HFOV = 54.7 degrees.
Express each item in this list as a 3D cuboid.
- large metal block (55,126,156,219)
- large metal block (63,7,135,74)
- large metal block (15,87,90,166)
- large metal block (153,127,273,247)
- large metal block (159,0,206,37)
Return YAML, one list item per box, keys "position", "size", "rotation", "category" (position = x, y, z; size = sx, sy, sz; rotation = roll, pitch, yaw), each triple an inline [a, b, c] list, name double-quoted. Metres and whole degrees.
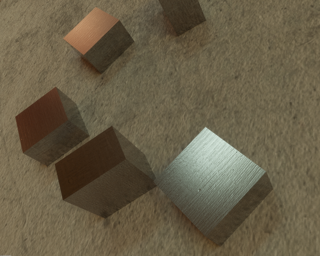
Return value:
- position: [-0.061, 0.055, 0.365]
  size: [0.080, 0.080, 0.050]
  rotation: [-34, 52, 6]
  category: "large metal block"
- position: [-0.106, -0.152, 0.534]
  size: [0.080, 0.050, 0.080]
  rotation: [-46, 52, -4]
  category: "large metal block"
- position: [-0.166, -0.003, 0.474]
  size: [0.080, 0.050, 0.080]
  rotation: [-36, 51, 4]
  category: "large metal block"
- position: [0.055, 0.060, 0.322]
  size: [0.080, 0.050, 0.080]
  rotation: [-46, 52, -4]
  category: "large metal block"
- position: [0.023, -0.206, 0.482]
  size: [0.050, 0.080, 0.080]
  rotation: [-28, 52, 10]
  category: "large metal block"
